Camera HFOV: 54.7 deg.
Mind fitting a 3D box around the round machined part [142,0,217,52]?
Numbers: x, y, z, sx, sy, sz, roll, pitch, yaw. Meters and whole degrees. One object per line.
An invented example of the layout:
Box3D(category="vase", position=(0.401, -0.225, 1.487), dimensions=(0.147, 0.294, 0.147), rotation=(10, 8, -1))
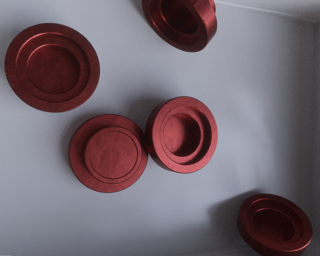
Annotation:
Box3D(category="round machined part", position=(0.029, -0.145, 0.383), dimensions=(0.098, 0.098, 0.042), rotation=(42, 73, -16))

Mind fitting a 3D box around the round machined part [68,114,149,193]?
Box3D(category="round machined part", position=(-0.060, 0.031, 0.380), dimensions=(0.099, 0.042, 0.097), rotation=(0, 90, -20))

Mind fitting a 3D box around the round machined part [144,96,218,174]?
Box3D(category="round machined part", position=(0.024, 0.009, 0.407), dimensions=(0.099, 0.042, 0.097), rotation=(1, 87, -28))

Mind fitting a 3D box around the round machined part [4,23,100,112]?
Box3D(category="round machined part", position=(-0.122, -0.066, 0.357), dimensions=(0.099, 0.042, 0.097), rotation=(0, 90, -21))

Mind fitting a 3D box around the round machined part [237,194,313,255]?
Box3D(category="round machined part", position=(0.159, 0.144, 0.442), dimensions=(0.099, 0.098, 0.042), rotation=(-12, 128, -20))
